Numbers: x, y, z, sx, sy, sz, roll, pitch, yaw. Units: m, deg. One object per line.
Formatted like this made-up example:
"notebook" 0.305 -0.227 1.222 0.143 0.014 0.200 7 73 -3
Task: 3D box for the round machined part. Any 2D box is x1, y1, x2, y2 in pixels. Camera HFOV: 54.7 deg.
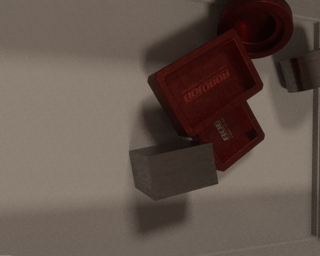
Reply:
"round machined part" 0.129 -0.145 0.427 0.099 0.098 0.042 23 56 -19

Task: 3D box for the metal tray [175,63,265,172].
"metal tray" 0.082 -0.016 0.439 0.090 0.030 0.130 -35 102 -17

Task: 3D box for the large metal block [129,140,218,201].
"large metal block" 0.014 0.048 0.388 0.081 0.080 0.050 -11 94 -20

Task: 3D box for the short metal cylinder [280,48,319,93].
"short metal cylinder" 0.229 -0.090 0.468 0.081 0.080 0.050 -21 98 -19

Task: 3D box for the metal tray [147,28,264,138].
"metal tray" 0.061 -0.058 0.398 0.131 0.030 0.090 -34 101 -17
